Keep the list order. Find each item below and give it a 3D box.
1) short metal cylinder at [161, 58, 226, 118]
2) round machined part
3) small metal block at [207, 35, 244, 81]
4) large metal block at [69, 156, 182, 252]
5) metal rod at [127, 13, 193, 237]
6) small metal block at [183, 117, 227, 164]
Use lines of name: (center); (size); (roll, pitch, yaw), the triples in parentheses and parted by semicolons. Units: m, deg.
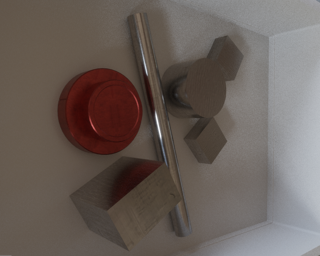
short metal cylinder: (0.047, -0.053, 0.432); (0.081, 0.050, 0.079); (0, 90, -40)
round machined part: (-0.059, -0.018, 0.348); (0.099, 0.042, 0.097); (0, 90, -40)
small metal block: (0.104, -0.110, 0.496); (0.050, 0.025, 0.050); (39, 66, -34)
large metal block: (-0.038, 0.077, 0.341); (0.080, 0.080, 0.050); (-37, 113, -34)
metal rod: (0.003, 0.004, 0.410); (0.025, 0.025, 0.298); (-21, 103, -38)
small metal block: (0.069, 0.018, 0.468); (0.050, 0.025, 0.050); (-49, 119, -29)
